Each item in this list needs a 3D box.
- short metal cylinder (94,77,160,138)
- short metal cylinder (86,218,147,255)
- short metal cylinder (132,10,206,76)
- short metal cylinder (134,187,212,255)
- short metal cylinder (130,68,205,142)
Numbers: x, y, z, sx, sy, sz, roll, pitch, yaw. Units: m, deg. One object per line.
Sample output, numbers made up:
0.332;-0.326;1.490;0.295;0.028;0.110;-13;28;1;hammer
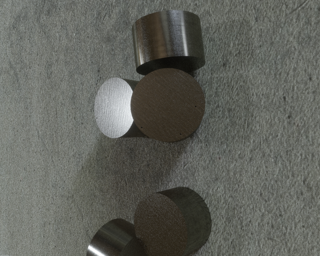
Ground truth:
-0.045;-0.026;0.426;0.080;0.050;0.080;0;90;40;short metal cylinder
-0.049;0.168;0.410;0.050;0.081;0.079;14;99;39;short metal cylinder
0.010;-0.095;0.361;0.080;0.081;0.050;-10;84;39;short metal cylinder
0.015;0.115;0.377;0.080;0.050;0.080;0;90;40;short metal cylinder
0.011;-0.023;0.356;0.080;0.050;0.080;0;86;6;short metal cylinder
